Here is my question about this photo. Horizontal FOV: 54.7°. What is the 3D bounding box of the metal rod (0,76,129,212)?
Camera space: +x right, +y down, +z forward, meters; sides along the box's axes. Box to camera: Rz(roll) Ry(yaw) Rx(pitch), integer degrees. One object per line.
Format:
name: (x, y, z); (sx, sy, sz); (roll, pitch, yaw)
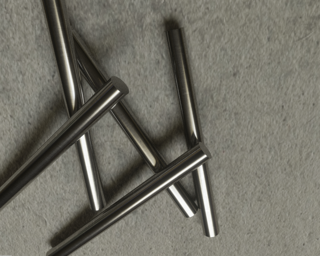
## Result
metal rod: (-0.149, 0.040, 0.392); (0.299, 0.025, 0.025); (-39, 106, 24)

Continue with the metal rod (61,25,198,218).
metal rod: (-0.034, 0.004, 0.410); (0.025, 0.025, 0.299); (-31, 108, 10)

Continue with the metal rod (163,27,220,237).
metal rod: (0.047, 0.020, 0.417); (0.025, 0.025, 0.298); (-11, 110, 4)

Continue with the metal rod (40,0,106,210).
metal rod: (-0.102, -0.021, 0.382); (0.025, 0.025, 0.298); (-5, 117, 1)

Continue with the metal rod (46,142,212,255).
metal rod: (-0.055, 0.114, 0.433); (0.299, 0.025, 0.025); (-38, 106, 19)
